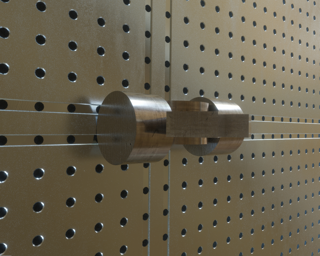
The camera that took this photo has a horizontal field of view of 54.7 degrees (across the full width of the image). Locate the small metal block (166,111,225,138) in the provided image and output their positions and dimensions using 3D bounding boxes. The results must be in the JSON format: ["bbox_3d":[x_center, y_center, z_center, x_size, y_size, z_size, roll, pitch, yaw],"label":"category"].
[{"bbox_3d":[0.038,-0.003,0.319,0.050,0.050,0.025,1,90,-72],"label":"small metal block"}]

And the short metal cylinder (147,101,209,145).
[{"bbox_3d":[0.021,-0.006,0.391,0.081,0.080,0.050,1,89,-40],"label":"short metal cylinder"}]

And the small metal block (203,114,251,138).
[{"bbox_3d":[0.078,-0.002,0.359,0.050,0.050,0.025,1,90,-71],"label":"small metal block"}]

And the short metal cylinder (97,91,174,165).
[{"bbox_3d":[-0.029,0.000,0.348,0.050,0.080,0.080,1,89,-40],"label":"short metal cylinder"}]

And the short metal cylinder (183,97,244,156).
[{"bbox_3d":[0.071,-0.002,0.432,0.050,0.080,0.080,1,90,-39],"label":"short metal cylinder"}]
